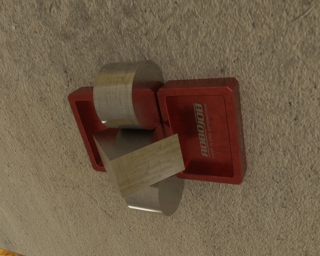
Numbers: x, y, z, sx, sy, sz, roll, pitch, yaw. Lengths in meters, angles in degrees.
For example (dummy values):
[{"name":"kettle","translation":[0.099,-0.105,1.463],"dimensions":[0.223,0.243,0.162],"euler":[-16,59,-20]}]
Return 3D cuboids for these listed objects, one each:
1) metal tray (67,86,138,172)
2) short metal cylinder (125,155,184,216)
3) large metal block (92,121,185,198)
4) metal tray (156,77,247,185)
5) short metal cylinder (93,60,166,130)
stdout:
[{"name":"metal tray","translation":[-0.070,0.005,0.446],"dimensions":[0.090,0.030,0.129],"euler":[1,119,27]},{"name":"short metal cylinder","translation":[-0.006,0.076,0.423],"dimensions":[0.050,0.080,0.080],"euler":[2,119,27]},{"name":"large metal block","translation":[-0.028,0.029,0.378],"dimensions":[0.080,0.081,0.050],"euler":[39,146,58]},{"name":"metal tray","translation":[0.054,0.005,0.381],"dimensions":[0.090,0.030,0.129],"euler":[1,119,27]},{"name":"short metal cylinder","translation":[-0.033,-0.038,0.366],"dimensions":[0.050,0.080,0.080],"euler":[2,119,27]}]
